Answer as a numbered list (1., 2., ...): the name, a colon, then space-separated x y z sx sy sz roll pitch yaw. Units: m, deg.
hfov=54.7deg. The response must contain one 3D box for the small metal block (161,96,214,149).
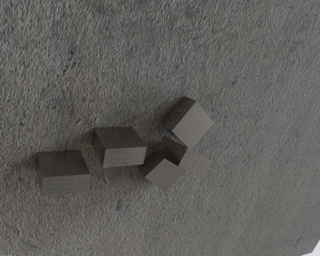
1. small metal block: 0.038 -0.006 0.418 0.050 0.025 0.050 -50 130 -7

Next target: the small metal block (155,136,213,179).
1. small metal block: 0.030 0.037 0.400 0.050 0.050 0.025 30 87 -38

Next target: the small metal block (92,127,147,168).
1. small metal block: -0.051 0.022 0.376 0.050 0.050 0.025 -2 119 -28

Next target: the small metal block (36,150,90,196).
1. small metal block: -0.114 0.051 0.360 0.050 0.050 0.025 0 118 -29

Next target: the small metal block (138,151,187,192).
1. small metal block: 0.006 0.057 0.445 0.050 0.025 0.050 -44 130 2
